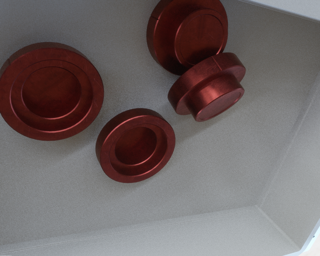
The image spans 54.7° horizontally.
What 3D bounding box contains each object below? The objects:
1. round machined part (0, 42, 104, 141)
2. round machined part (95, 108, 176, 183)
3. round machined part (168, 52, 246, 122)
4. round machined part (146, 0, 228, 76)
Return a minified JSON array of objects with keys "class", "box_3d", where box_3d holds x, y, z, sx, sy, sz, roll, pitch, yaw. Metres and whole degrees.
[{"class":"round machined part","box_3d":[-0.111,-0.039,0.314,0.099,0.042,0.097,-14,125,-21]},{"class":"round machined part","box_3d":[-0.033,0.018,0.392,0.099,0.042,0.097,-14,125,-21]},{"class":"round machined part","box_3d":[0.062,-0.043,0.377,0.099,0.042,0.098,-27,162,-9]},{"class":"round machined part","box_3d":[0.038,-0.105,0.355,0.099,0.042,0.097,-14,124,-21]}]
